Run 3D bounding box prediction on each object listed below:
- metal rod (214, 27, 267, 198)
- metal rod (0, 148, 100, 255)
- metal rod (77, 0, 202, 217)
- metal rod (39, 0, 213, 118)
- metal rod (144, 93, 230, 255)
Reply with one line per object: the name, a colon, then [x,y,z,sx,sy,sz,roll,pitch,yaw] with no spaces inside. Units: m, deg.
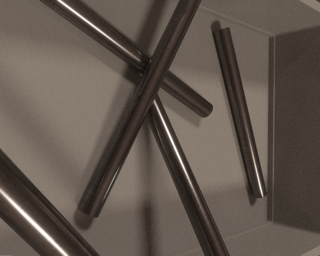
metal rod: [0.139,-0.018,0.526,0.025,0.025,0.298,-28,108,-37]
metal rod: [-0.068,0.069,0.197,0.025,0.025,0.299,-47,118,-30]
metal rod: [-0.017,-0.040,0.367,0.025,0.025,0.299,32,78,-36]
metal rod: [-0.034,-0.090,0.379,0.301,0.025,0.025,31,71,-36]
metal rod: [0.038,0.084,0.352,0.025,0.025,0.299,-8,67,-40]
